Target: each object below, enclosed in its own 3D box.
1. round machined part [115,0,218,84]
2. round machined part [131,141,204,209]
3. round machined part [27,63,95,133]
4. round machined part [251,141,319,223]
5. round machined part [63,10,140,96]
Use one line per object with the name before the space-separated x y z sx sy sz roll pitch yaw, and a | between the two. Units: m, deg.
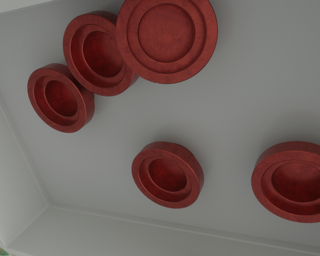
round machined part | 0.006 -0.097 0.317 0.099 0.042 0.097 0 108 -1
round machined part | 0.014 0.059 0.426 0.098 0.042 0.097 13 124 20
round machined part | -0.133 -0.045 0.438 0.098 0.042 0.097 13 124 20
round machined part | 0.157 0.056 0.349 0.098 0.042 0.097 13 124 20
round machined part | -0.064 -0.091 0.373 0.098 0.042 0.097 14 125 21
